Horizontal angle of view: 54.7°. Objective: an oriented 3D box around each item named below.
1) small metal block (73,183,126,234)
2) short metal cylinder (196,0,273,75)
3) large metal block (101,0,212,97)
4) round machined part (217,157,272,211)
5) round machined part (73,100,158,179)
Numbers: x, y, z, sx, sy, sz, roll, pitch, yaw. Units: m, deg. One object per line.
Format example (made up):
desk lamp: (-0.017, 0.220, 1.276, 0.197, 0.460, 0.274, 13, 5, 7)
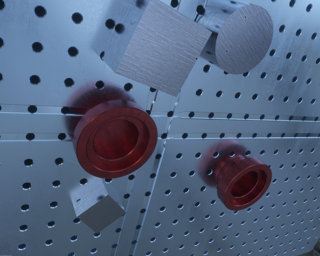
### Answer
small metal block: (-0.084, 0.113, 0.435, 0.050, 0.025, 0.050, -35, 129, -5)
short metal cylinder: (0.087, -0.111, 0.374, 0.081, 0.050, 0.079, -14, 124, -21)
large metal block: (-0.005, -0.090, 0.337, 0.081, 0.050, 0.080, 17, 109, -35)
round machined part: (0.139, 0.090, 0.532, 0.099, 0.042, 0.097, -14, 124, -21)
round machined part: (-0.056, 0.010, 0.376, 0.099, 0.042, 0.097, -14, 124, -21)
